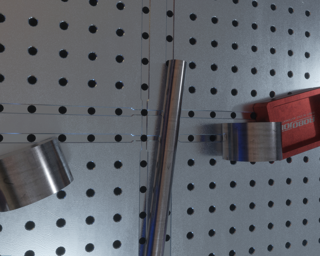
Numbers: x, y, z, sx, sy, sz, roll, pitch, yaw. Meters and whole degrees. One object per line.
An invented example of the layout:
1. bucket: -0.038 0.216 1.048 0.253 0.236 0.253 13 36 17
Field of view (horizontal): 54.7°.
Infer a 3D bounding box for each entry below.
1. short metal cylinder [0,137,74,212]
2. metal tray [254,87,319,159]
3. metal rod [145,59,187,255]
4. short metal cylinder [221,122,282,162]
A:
1. short metal cylinder: -0.141 0.047 0.332 0.081 0.080 0.050 -22 98 -19
2. metal tray: 0.218 -0.010 0.489 0.131 0.030 0.089 -15 95 -20
3. metal rod: 0.006 0.058 0.414 0.025 0.025 0.298 8 87 -20
4. short metal cylinder: 0.127 0.017 0.430 0.081 0.080 0.050 -1 91 -20
